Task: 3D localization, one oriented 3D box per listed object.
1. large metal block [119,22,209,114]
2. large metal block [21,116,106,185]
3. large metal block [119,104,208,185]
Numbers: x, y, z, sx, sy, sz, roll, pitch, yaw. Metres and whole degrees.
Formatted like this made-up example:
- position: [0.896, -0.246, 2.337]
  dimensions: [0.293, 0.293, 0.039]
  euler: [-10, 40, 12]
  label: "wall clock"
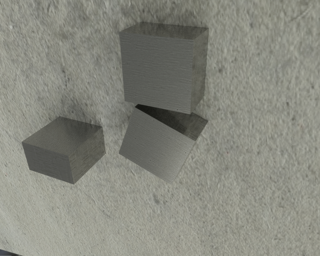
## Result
- position: [0.006, -0.069, 0.344]
  dimensions: [0.080, 0.050, 0.079]
  euler: [13, 124, 21]
  label: "large metal block"
- position: [-0.139, 0.030, 0.461]
  dimensions: [0.080, 0.080, 0.050]
  euler: [13, 124, 20]
  label: "large metal block"
- position: [0.003, 0.012, 0.396]
  dimensions: [0.080, 0.050, 0.079]
  euler: [30, 128, 8]
  label: "large metal block"
